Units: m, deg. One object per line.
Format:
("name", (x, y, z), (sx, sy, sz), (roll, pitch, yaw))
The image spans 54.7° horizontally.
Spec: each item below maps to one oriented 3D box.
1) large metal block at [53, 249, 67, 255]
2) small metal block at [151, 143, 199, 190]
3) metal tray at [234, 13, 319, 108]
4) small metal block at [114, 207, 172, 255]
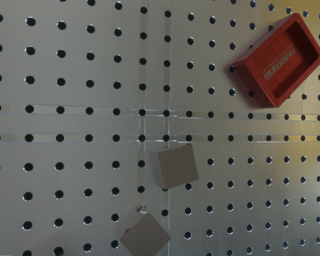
("large metal block", (-0.130, 0.190, 0.336), (0.081, 0.080, 0.050), (-26, 99, -18))
("small metal block", (0.020, 0.051, 0.421), (0.050, 0.025, 0.050), (-13, 95, -20))
("metal tray", (0.187, -0.104, 0.480), (0.130, 0.030, 0.090), (-43, 104, -15))
("small metal block", (-0.022, 0.141, 0.406), (0.050, 0.025, 0.050), (-41, 103, -16))
